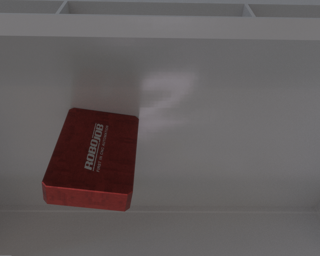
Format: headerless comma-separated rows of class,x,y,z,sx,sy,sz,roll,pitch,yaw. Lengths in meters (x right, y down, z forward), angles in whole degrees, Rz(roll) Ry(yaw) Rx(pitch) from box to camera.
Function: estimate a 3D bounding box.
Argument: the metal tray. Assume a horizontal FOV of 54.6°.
metal tray,-0.075,0.031,0.366,0.091,0.130,0.030,8,130,-7
